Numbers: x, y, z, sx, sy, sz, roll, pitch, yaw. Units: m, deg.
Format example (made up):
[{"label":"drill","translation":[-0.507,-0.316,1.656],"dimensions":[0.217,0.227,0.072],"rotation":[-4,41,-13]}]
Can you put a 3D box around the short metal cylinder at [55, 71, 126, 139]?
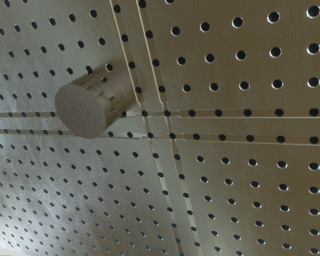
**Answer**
[{"label":"short metal cylinder","translation":[-0.095,-0.032,0.426],"dimensions":[0.080,0.050,0.080],"rotation":[13,124,21]}]
